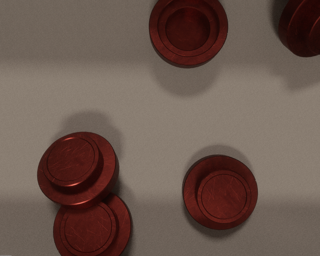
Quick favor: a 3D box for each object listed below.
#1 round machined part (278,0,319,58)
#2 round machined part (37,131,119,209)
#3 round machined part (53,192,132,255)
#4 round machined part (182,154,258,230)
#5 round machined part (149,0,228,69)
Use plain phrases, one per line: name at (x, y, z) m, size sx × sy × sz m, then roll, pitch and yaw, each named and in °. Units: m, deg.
round machined part at (0.201, -0.129, 0.378) m, size 0.099 × 0.042 × 0.097 m, roll -11°, pitch 134°, yaw -11°
round machined part at (-0.103, 0.046, 0.380) m, size 0.099 × 0.042 × 0.098 m, roll -2°, pitch 59°, yaw 4°
round machined part at (-0.085, 0.125, 0.389) m, size 0.099 × 0.042 × 0.098 m, roll 0°, pitch 73°, yaw 1°
round machined part at (0.080, 0.085, 0.404) m, size 0.099 × 0.042 × 0.097 m, roll 0°, pitch 90°, yaw -1°
round machined part at (0.035, -0.126, 0.403) m, size 0.099 × 0.042 × 0.097 m, roll 0°, pitch 90°, yaw -1°
